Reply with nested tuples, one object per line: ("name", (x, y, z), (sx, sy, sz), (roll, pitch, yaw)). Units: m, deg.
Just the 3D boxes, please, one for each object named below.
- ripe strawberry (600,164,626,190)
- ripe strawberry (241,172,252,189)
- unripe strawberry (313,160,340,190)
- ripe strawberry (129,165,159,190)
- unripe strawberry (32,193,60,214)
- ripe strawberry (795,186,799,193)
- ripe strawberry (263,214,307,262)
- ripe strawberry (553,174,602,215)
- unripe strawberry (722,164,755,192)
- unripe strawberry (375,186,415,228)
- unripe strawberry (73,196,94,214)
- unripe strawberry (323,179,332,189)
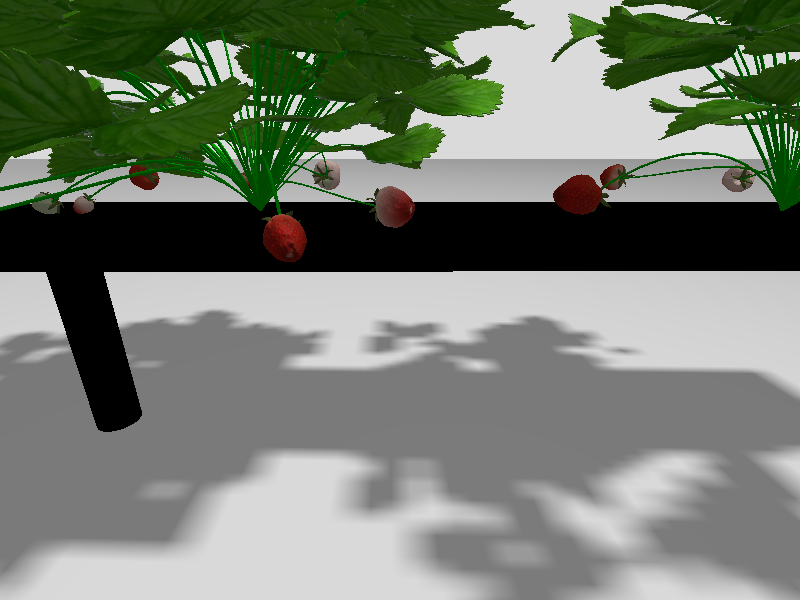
("ripe strawberry", (0.268, -0.155, 0.506), (0.027, 0.031, 0.030), (-7, 21, -18))
("ripe strawberry", (-0.200, -0.158, 0.531), (0.021, 0.022, 0.023), (-8, -28, -20))
("unripe strawberry", (-0.095, -0.165, 0.529), (0.036, 0.038, 0.038), (3, 20, 7))
("ripe strawberry", (-0.334, -0.161, 0.521), (0.036, 0.035, 0.033), (13, 24, 41))
("unripe strawberry", (-0.287, -0.077, 0.324), (0.018, 0.017, 0.016), (-17, 22, 0))
("ripe strawberry", (0.452, -0.132, 0.454), (0.022, 0.025, 0.023), (20, 1, 42))
("ripe strawberry", (-0.052, -0.027, 0.182), (0.019, 0.021, 0.022), (-8, -42, -20))
("ripe strawberry", (0.139, -0.083, 0.315), (0.035, 0.030, 0.035), (-3, 21, -7))
("unripe strawberry", (0.420, -0.151, 0.498), (0.032, 0.033, 0.034), (11, 23, 26))
("unripe strawberry", (-0.003, -0.061, 0.263), (0.026, 0.027, 0.024), (15, 25, 32))
("unripe strawberry", (-0.257, -0.076, 0.324), (0.015, 0.013, 0.015), (-41, 21, 8))
("unripe strawberry", (-0.087, -0.139, 0.480), (0.011, 0.011, 0.011), (5, 21, 12))
